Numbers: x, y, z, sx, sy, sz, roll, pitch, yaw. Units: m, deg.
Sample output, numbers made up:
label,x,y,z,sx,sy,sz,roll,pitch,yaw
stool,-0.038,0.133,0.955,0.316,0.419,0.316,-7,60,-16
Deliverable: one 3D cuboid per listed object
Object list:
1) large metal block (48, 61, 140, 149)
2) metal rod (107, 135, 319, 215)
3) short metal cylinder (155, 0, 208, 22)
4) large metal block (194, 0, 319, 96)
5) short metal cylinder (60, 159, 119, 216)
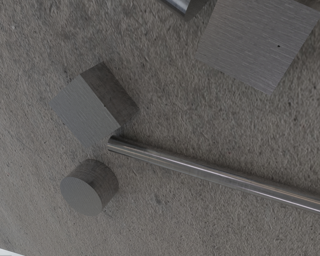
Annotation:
label,x,y,z,sx,sy,sz,roll,pitch,yaw
large metal block,-0.089,-0.029,0.420,0.080,0.050,0.080,-30,102,37
metal rod,0.066,0.058,0.407,0.301,0.025,0.025,15,124,19
short metal cylinder,0.025,-0.142,0.270,0.050,0.080,0.080,37,129,3
large metal block,0.089,-0.090,0.288,0.080,0.050,0.079,29,128,9
short metal cylinder,-0.116,0.098,0.513,0.080,0.050,0.079,13,124,21
